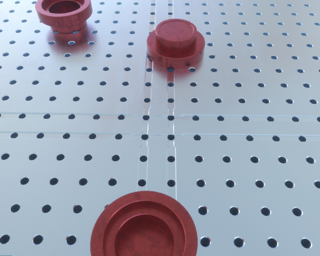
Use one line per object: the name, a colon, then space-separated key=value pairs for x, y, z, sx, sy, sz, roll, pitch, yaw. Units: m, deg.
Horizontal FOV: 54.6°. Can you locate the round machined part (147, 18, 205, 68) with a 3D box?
round machined part: x=0.027 y=-0.148 z=0.521 sx=0.099 sy=0.042 sz=0.098 roll=0 pitch=50 yaw=0

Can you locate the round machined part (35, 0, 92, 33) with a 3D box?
round machined part: x=-0.175 y=-0.213 z=0.575 sx=0.099 sy=0.042 sz=0.098 roll=0 pitch=50 yaw=0

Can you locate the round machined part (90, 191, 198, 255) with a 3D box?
round machined part: x=-0.014 y=0.114 z=0.301 sx=0.099 sy=0.042 sz=0.098 roll=0 pitch=50 yaw=0
